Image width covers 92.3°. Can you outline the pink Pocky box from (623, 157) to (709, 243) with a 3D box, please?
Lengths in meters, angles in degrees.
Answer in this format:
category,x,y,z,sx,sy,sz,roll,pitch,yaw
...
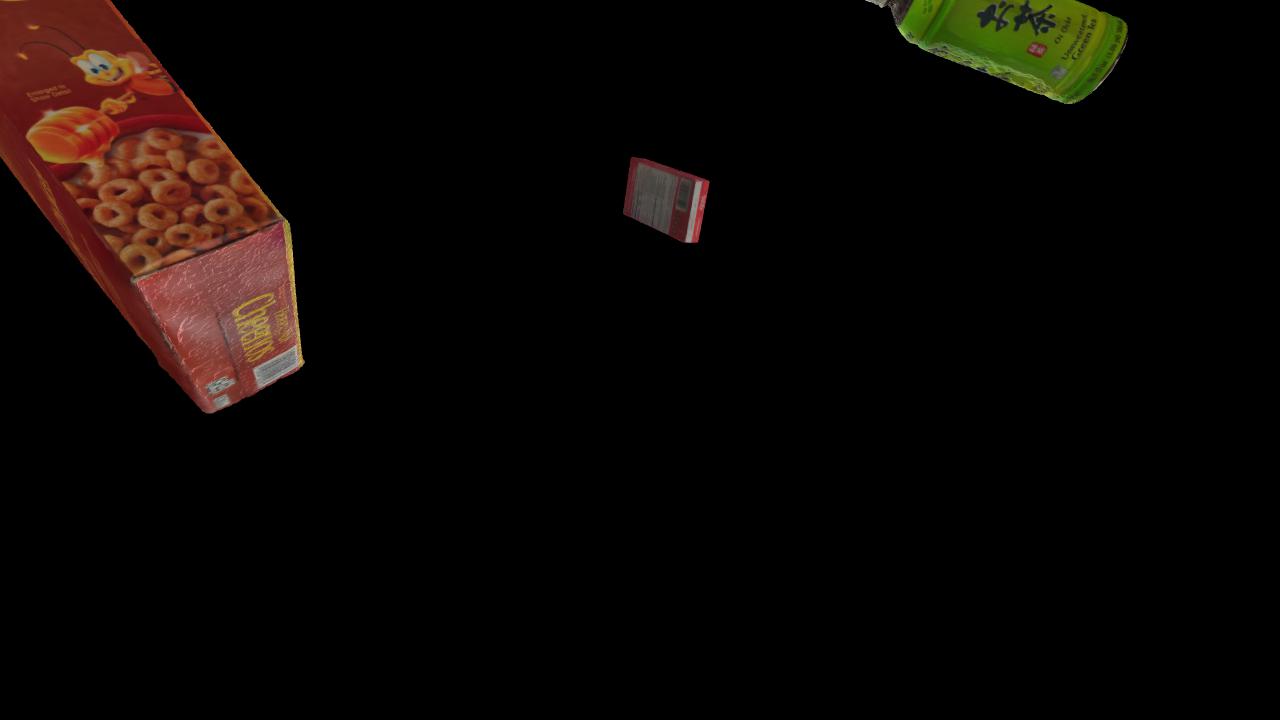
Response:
category,x,y,z,sx,sy,sz,roll,pitch,yaw
pink Pocky box,0.032,-0.224,0.853,0.029,0.084,0.155,-8,29,-34

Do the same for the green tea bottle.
category,x,y,z,sx,sy,sz,roll,pitch,yaw
green tea bottle,0.289,-0.287,0.521,0.212,0.073,0.073,22,1,2

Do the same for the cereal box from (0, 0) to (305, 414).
category,x,y,z,sx,sy,sz,roll,pitch,yaw
cereal box,-0.326,-0.131,0.363,0.081,0.306,0.203,-37,-3,-34
